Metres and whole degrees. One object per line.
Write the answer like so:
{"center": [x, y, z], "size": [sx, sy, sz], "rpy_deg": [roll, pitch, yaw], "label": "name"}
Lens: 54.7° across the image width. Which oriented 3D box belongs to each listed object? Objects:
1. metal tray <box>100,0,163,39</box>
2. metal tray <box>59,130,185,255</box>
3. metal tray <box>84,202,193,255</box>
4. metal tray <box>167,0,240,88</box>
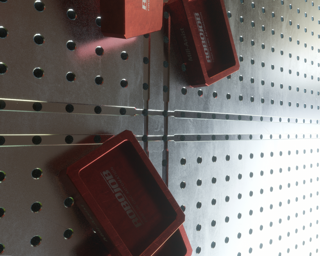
{"center": [-0.028, -0.170, 0.336], "size": [0.090, 0.030, 0.129], "rpy_deg": [-40, 139, -55], "label": "metal tray"}
{"center": [-0.039, 0.079, 0.351], "size": [0.091, 0.030, 0.130], "rpy_deg": [-35, 96, -35], "label": "metal tray"}
{"center": [-0.022, 0.161, 0.389], "size": [0.131, 0.030, 0.090], "rpy_deg": [-32, 110, -36], "label": "metal tray"}
{"center": [0.069, -0.136, 0.465], "size": [0.091, 0.030, 0.129], "rpy_deg": [-30, 109, -36], "label": "metal tray"}
